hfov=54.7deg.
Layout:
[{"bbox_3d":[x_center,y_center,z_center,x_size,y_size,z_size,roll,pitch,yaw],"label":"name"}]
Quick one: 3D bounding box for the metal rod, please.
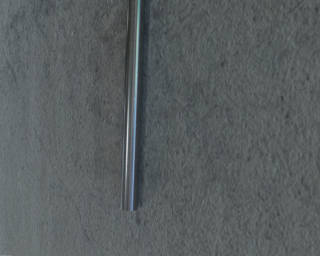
[{"bbox_3d":[-0.038,-0.035,0.434,0.025,0.025,0.298,4,92,39],"label":"metal rod"}]
